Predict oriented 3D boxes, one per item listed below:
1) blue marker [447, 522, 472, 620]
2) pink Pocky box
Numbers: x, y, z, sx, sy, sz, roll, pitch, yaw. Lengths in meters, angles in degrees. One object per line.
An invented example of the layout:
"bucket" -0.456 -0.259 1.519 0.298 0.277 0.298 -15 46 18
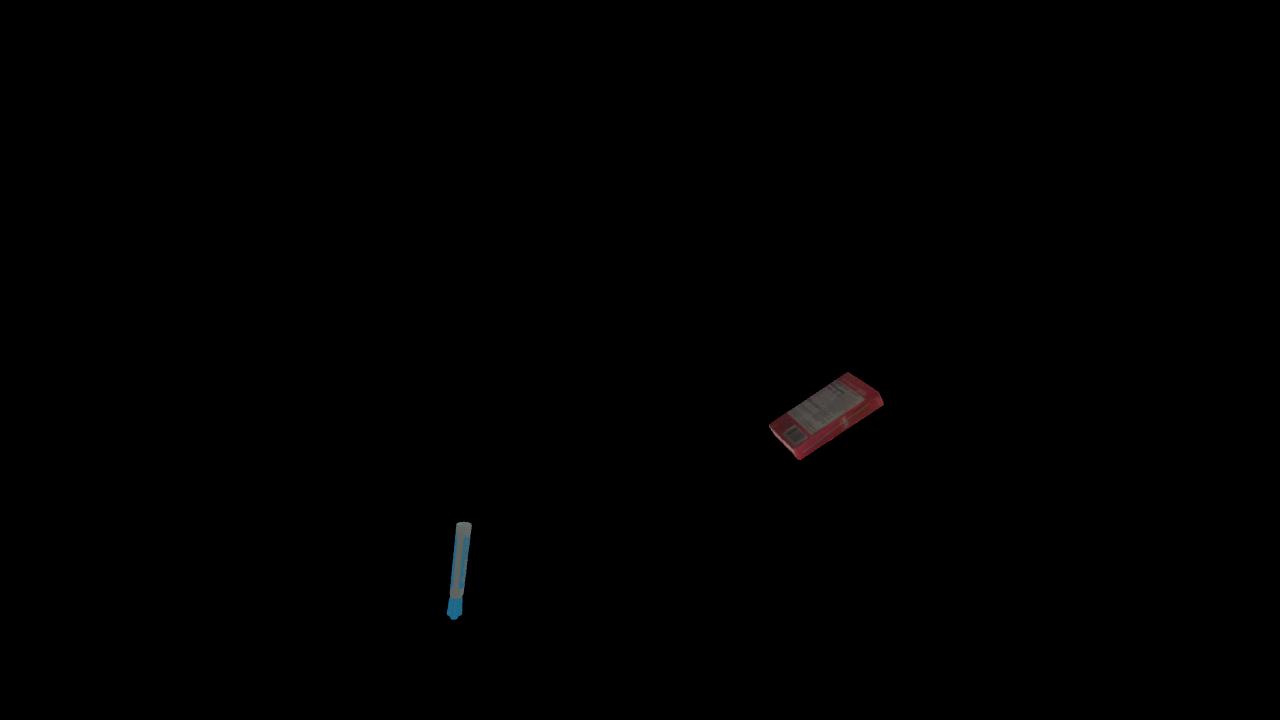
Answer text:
"blue marker" -0.227 0.265 0.771 0.020 0.121 0.020 7 2 0
"pink Pocky box" 0.282 0.084 0.940 0.155 0.029 0.084 -34 26 -2
